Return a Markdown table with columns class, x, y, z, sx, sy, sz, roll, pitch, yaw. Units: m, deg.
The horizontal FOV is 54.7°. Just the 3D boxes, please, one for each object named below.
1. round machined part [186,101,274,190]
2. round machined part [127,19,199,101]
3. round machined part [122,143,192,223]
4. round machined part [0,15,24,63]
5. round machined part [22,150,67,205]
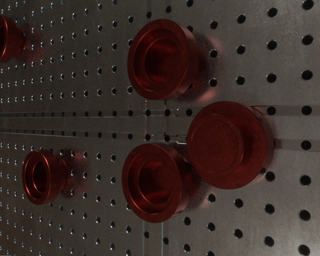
| class | x | y | z | sx | sy | sz | roll | pitch | yaw |
| --- | --- | --- | --- | --- | --- | --- | --- | --- | --- |
| round machined part | 0.069 | 0.019 | 0.340 | 0.098 | 0.042 | 0.097 | 0 | 90 | 39 |
| round machined part | 0.008 | -0.082 | 0.390 | 0.098 | 0.042 | 0.097 | 0 | 90 | 39 |
| round machined part | 0.000 | 0.068 | 0.397 | 0.098 | 0.042 | 0.097 | 0 | 90 | 39 |
| round machined part | -0.330 | -0.188 | 0.666 | 0.098 | 0.042 | 0.097 | 0 | 90 | 39 |
| round machined part | -0.208 | 0.088 | 0.566 | 0.098 | 0.042 | 0.097 | 0 | 90 | 39 |
